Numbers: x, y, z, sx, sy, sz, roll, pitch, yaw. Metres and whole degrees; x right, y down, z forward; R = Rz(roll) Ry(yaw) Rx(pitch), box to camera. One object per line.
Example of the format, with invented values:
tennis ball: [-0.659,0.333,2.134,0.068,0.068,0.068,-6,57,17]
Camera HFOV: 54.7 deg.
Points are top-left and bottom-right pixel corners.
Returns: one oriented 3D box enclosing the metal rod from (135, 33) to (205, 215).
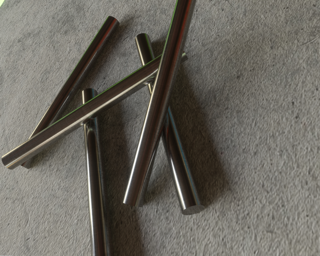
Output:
metal rod: [0.003,-0.029,0.419,0.025,0.025,0.299,-25,53,13]

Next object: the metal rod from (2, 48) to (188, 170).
metal rod: [-0.096,-0.027,0.437,0.300,0.025,0.025,-31,52,8]

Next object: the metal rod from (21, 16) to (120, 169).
metal rod: [-0.151,-0.069,0.525,0.025,0.025,0.300,15,69,34]

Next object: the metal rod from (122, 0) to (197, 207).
metal rod: [0.005,-0.053,0.386,0.025,0.025,0.299,10,81,32]

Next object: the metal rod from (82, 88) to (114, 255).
metal rod: [-0.084,0.063,0.409,0.025,0.025,0.299,-24,53,14]
